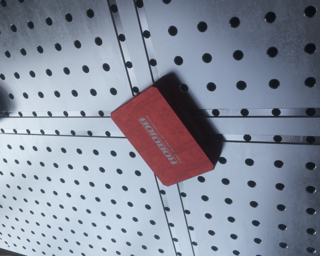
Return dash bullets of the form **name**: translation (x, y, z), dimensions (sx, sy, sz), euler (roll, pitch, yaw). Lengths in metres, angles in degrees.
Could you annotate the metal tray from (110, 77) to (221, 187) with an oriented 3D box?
- **metal tray**: translation (0.007, 0.009, 0.409), dimensions (0.090, 0.030, 0.130), euler (-29, 103, 37)
